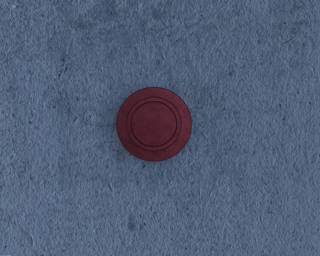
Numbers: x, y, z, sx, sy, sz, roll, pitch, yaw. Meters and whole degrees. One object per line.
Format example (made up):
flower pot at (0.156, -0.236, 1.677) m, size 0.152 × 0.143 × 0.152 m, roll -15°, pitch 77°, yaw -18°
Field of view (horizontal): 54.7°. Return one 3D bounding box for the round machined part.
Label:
round machined part at (-0.008, -0.005, 0.402) m, size 0.099 × 0.042 × 0.097 m, roll 0°, pitch 90°, yaw -1°
